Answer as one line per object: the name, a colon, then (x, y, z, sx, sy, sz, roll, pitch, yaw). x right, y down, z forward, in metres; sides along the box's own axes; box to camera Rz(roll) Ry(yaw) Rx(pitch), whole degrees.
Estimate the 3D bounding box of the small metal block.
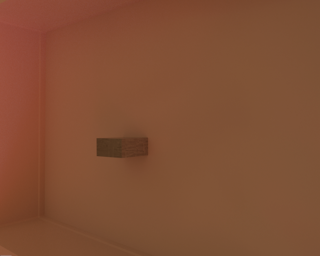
small metal block: (-0.052, 0.026, 0.431, 0.050, 0.050, 0.025, -1, 90, 39)
